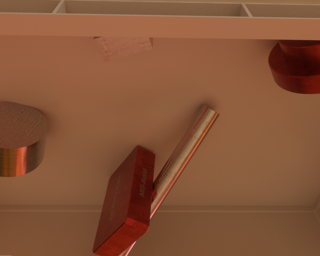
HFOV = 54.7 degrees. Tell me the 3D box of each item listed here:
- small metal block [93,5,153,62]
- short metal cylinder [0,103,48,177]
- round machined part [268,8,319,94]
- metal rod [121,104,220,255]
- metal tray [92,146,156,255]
[{"bbox_3d":[-0.035,-0.095,0.311,0.050,0.050,0.025,-13,129,10],"label":"small metal block"},{"bbox_3d":[-0.184,0.013,0.382,0.081,0.080,0.050,13,129,-12],"label":"short metal cylinder"},{"bbox_3d":[0.153,-0.080,0.296,0.098,0.098,0.042,-22,125,17],"label":"round machined part"},{"bbox_3d":[-0.012,0.102,0.416,0.025,0.025,0.299,28,100,-22],"label":"metal rod"},{"bbox_3d":[-0.046,0.098,0.422,0.030,0.130,0.090,29,124,-18],"label":"metal tray"}]
